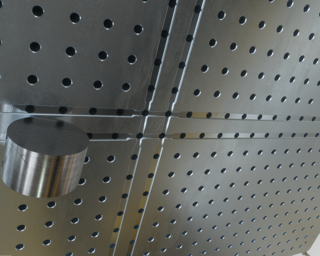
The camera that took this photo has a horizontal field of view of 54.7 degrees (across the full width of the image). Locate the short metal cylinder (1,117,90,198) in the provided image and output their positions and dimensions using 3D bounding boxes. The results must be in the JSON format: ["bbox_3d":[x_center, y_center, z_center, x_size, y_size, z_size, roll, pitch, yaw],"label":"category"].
[{"bbox_3d":[-0.121,0.028,0.328,0.081,0.080,0.050,5,116,-31],"label":"short metal cylinder"}]
